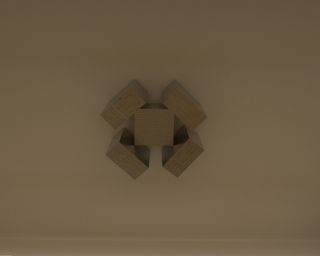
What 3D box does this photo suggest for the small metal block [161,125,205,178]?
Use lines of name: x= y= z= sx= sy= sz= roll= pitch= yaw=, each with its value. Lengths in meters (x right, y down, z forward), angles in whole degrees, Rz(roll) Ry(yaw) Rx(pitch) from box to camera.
small metal block: x=0.028 y=0.029 z=0.406 sx=0.025 sy=0.050 sz=0.050 roll=38 pitch=105 yaw=-14

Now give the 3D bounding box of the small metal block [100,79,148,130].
small metal block: x=-0.043 y=-0.031 z=0.384 sx=0.050 sy=0.050 sz=0.025 roll=-40 pitch=105 yaw=14

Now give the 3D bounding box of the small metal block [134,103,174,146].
small metal block: x=-0.007 y=-0.005 z=0.407 sx=0.050 sy=0.025 sz=0.050 roll=1 pitch=110 yaw=-1

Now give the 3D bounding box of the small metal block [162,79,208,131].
small metal block: x=0.029 y=-0.029 z=0.385 sx=0.025 sy=0.050 sz=0.050 roll=-43 pitch=106 yaw=13

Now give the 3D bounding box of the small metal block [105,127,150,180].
small metal block: x=-0.040 y=0.033 z=0.408 sx=0.025 sy=0.050 sz=0.050 roll=-43 pitch=105 yaw=15
